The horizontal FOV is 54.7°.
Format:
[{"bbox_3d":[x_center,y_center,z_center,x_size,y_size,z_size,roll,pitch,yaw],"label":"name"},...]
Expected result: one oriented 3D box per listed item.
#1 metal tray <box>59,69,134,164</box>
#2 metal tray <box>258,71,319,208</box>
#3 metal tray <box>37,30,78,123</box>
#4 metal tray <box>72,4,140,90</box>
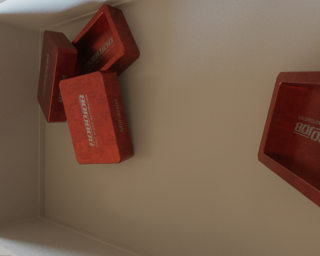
[{"bbox_3d":[-0.094,-0.013,0.455,0.090,0.030,0.129,-6,99,34],"label":"metal tray"},{"bbox_3d":[0.124,0.002,0.245,0.030,0.130,0.089,10,99,-4],"label":"metal tray"},{"bbox_3d":[-0.174,-0.085,0.516,0.090,0.030,0.129,48,130,44],"label":"metal tray"},{"bbox_3d":[-0.097,-0.113,0.480,0.130,0.030,0.090,-35,69,34],"label":"metal tray"}]
